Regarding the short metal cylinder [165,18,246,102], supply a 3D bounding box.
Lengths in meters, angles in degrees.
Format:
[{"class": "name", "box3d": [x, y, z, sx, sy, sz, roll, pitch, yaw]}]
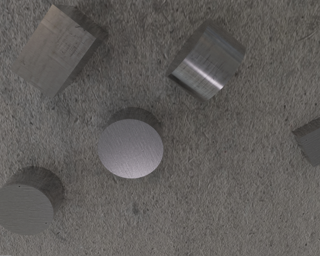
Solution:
[{"class": "short metal cylinder", "box3d": [0.050, -0.076, 0.353, 0.050, 0.080, 0.080, 35, 106, -12]}]

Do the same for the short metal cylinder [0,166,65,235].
[{"class": "short metal cylinder", "box3d": [-0.181, 0.100, 0.432, 0.081, 0.050, 0.079, 0, 110, 0]}]

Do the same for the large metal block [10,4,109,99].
[{"class": "large metal block", "box3d": [-0.108, -0.088, 0.347, 0.050, 0.080, 0.080, 37, 106, -13]}]

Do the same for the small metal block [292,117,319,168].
[{"class": "small metal block", "box3d": [0.216, 0.017, 0.418, 0.050, 0.025, 0.050, -30, 108, 10]}]

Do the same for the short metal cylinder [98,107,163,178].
[{"class": "short metal cylinder", "box3d": [-0.036, 0.018, 0.403, 0.081, 0.050, 0.079, 0, 110, 0]}]
